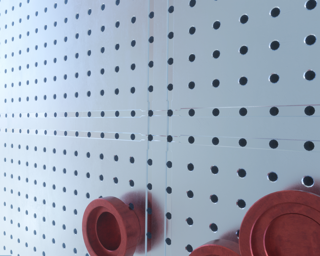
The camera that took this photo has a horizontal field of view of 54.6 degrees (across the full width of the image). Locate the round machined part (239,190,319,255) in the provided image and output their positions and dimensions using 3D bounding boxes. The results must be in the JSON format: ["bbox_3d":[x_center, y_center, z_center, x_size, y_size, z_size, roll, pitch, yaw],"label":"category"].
[{"bbox_3d":[0.127,0.107,0.285,0.098,0.042,0.098,-6,78,30],"label":"round machined part"}]

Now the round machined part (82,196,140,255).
[{"bbox_3d":[-0.068,0.149,0.456,0.098,0.042,0.097,0,90,40],"label":"round machined part"}]

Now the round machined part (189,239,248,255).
[{"bbox_3d":[0.076,0.170,0.336,0.098,0.042,0.097,0,90,40],"label":"round machined part"}]
